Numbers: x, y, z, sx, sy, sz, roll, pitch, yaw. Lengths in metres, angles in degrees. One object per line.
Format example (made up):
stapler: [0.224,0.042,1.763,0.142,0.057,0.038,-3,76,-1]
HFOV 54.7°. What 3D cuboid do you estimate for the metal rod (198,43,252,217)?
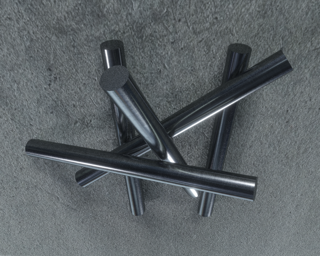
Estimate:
metal rod: [0.081,0.027,0.430,0.025,0.025,0.298,1,130,-1]

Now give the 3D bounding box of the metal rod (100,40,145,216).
metal rod: [-0.044,0.025,0.427,0.025,0.025,0.298,-2,130,2]

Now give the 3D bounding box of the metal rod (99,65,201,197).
metal rod: [0.009,0.030,0.368,0.025,0.025,0.300,-15,149,12]

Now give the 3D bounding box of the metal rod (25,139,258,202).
metal rod: [-0.041,0.044,0.370,0.301,0.025,0.025,7,134,24]

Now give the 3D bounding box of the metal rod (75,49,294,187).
metal rod: [0.010,0.001,0.373,0.300,0.025,0.025,-30,124,23]
